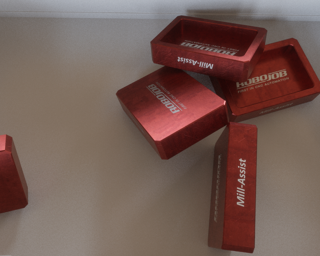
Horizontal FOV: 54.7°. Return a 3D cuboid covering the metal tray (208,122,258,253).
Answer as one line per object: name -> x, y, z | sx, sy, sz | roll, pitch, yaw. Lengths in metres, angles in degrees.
metal tray -> 0.080, 0.069, 0.350 | 0.030, 0.090, 0.130 | 7, 70, 2

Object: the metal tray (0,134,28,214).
metal tray -> -0.222, 0.061, 0.336 | 0.131, 0.089, 0.030 | -10, 37, -17

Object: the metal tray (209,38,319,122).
metal tray -> 0.144, -0.067, 0.432 | 0.131, 0.030, 0.090 | -16, 71, -6

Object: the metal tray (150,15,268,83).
metal tray -> 0.065, -0.110, 0.413 | 0.130, 0.030, 0.090 | 18, 48, 22

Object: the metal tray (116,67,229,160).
metal tray -> 0.010, -0.027, 0.382 | 0.090, 0.030, 0.130 | -30, 40, -11
